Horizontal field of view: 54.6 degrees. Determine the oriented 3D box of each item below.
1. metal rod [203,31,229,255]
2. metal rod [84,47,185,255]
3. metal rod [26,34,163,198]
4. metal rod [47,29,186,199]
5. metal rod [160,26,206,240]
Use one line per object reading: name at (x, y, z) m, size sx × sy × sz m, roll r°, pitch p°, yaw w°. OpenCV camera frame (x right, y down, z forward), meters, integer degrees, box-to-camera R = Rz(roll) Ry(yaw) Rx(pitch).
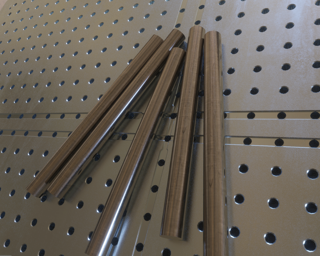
metal rod at (0.065, -0.002, 0.376) m, size 0.025 × 0.025 × 0.300 m, roll -9°, pitch 57°, yaw 23°
metal rod at (-0.023, 0.018, 0.411) m, size 0.025 × 0.025 × 0.300 m, roll 8°, pitch 66°, yaw 32°
metal rod at (-0.092, -0.023, 0.471) m, size 0.025 × 0.025 × 0.300 m, roll 31°, pitch 79°, yaw 38°
metal rod at (-0.059, -0.027, 0.457) m, size 0.025 × 0.025 × 0.300 m, roll 29°, pitch 77°, yaw 37°
metal rod at (0.034, -0.014, 0.400) m, size 0.025 × 0.025 × 0.300 m, roll -5°, pitch 59°, yaw 26°
